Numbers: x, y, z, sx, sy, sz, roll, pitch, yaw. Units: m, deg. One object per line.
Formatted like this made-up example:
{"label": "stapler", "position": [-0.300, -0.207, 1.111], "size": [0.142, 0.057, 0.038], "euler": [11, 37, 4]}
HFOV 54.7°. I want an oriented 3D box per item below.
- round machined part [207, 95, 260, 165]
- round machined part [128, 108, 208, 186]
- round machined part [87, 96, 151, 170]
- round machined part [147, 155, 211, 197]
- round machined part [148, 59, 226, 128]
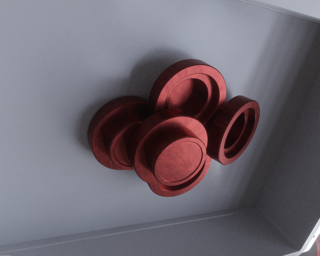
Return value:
{"label": "round machined part", "position": [0.095, -0.001, 0.435], "size": [0.099, 0.042, 0.097], "euler": [-30, 135, -35]}
{"label": "round machined part", "position": [0.015, 0.029, 0.367], "size": [0.099, 0.042, 0.097], "euler": [-14, 125, -21]}
{"label": "round machined part", "position": [-0.036, 0.013, 0.383], "size": [0.099, 0.042, 0.097], "euler": [-14, 125, -21]}
{"label": "round machined part", "position": [0.020, 0.046, 0.436], "size": [0.099, 0.042, 0.097], "euler": [-14, 125, -21]}
{"label": "round machined part", "position": [0.030, -0.040, 0.389], "size": [0.099, 0.042, 0.097], "euler": [-14, 125, -21]}
